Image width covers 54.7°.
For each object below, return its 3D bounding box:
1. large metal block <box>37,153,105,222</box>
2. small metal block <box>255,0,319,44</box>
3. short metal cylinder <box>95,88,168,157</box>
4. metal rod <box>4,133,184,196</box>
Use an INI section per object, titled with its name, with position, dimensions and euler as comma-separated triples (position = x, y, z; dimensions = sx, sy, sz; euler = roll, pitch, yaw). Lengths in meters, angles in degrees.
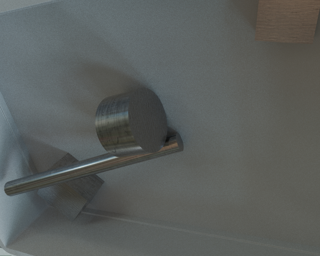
[large metal block]
position = -0.155, 0.103, 0.536
dimensions = 0.080, 0.050, 0.080
euler = 38, 129, 2
[small metal block]
position = 0.117, -0.106, 0.281
dimensions = 0.050, 0.025, 0.050
euler = 11, 123, 22
[short metal cylinder]
position = -0.033, -0.006, 0.386
dimensions = 0.050, 0.080, 0.080
euler = -10, 113, 32
[metal rod]
position = -0.109, 0.059, 0.457
dimensions = 0.300, 0.025, 0.025
euler = -17, 110, 20
